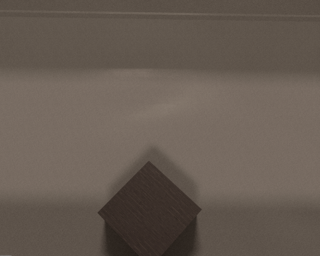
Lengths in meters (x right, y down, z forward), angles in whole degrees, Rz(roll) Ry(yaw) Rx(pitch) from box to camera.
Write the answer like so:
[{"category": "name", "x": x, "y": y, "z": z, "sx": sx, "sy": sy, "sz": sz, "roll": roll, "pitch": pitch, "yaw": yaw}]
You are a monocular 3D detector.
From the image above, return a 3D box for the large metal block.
[{"category": "large metal block", "x": -0.011, "y": 0.099, "z": 0.360, "sx": 0.080, "sy": 0.050, "sz": 0.080, "roll": 42, "pitch": 75, "yaw": 13}]
